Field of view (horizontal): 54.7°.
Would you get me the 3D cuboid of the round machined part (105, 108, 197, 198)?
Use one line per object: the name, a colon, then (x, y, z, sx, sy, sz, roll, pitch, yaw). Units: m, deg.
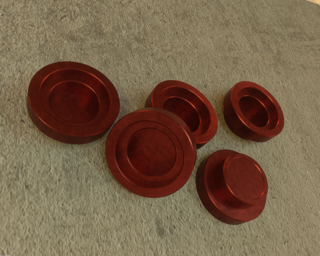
round machined part: (-0.007, 0.025, 0.348, 0.098, 0.098, 0.042, 44, 19, 1)

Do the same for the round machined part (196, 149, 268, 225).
round machined part: (0.100, 0.072, 0.402, 0.099, 0.042, 0.098, 14, 56, -21)

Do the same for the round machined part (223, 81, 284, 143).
round machined part: (0.139, -0.021, 0.480, 0.099, 0.042, 0.098, 14, 56, -21)

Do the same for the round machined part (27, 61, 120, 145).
round machined part: (-0.099, -0.025, 0.354, 0.099, 0.042, 0.098, 14, 56, -21)

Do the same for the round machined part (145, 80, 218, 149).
round machined part: (0.024, -0.012, 0.410, 0.099, 0.042, 0.098, 17, 51, -22)
